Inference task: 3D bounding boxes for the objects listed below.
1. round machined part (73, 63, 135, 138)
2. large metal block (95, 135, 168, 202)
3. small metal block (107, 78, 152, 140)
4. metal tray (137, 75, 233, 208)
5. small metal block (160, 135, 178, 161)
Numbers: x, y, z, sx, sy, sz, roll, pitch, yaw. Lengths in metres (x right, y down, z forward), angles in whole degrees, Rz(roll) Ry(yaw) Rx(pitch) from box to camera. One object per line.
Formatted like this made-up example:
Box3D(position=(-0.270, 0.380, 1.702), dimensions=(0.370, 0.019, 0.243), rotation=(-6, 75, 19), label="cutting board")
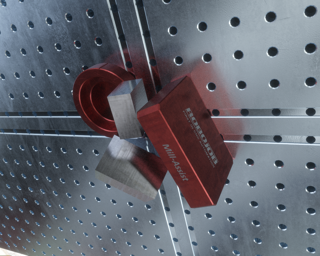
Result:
Box3D(position=(-0.061, -0.039, 0.406), dimensions=(0.098, 0.042, 0.097), rotation=(13, 124, 20), label="round machined part")
Box3D(position=(-0.040, 0.059, 0.421), dimensions=(0.080, 0.050, 0.080), rotation=(27, 161, -3), label="large metal block")
Box3D(position=(-0.032, -0.022, 0.344), dimensions=(0.025, 0.050, 0.050), rotation=(-7, 115, 15), label="small metal block")
Box3D(position=(0.035, 0.015, 0.359), dimensions=(0.030, 0.090, 0.130), rotation=(-19, 109, 35), label="metal tray")
Box3D(position=(0.028, 0.030, 0.407), dimensions=(0.050, 0.025, 0.050), rotation=(19, 131, 30), label="small metal block")
